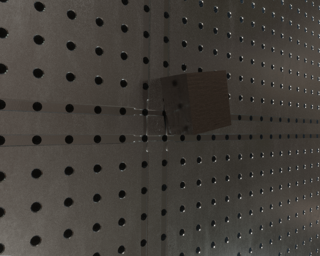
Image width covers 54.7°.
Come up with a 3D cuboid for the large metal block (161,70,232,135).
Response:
[{"bbox_3d":[0.052,-0.037,0.439,0.081,0.050,0.079,-13,98,-40],"label":"large metal block"}]
